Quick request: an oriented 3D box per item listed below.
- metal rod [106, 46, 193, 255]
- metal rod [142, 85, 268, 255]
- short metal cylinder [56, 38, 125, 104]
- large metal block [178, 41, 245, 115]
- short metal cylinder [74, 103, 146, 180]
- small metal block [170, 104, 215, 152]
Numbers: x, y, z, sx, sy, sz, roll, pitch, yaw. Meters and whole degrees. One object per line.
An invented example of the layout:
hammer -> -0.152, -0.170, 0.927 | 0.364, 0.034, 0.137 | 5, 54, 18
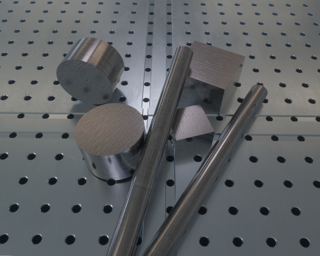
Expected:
metal rod -> -0.007, 0.023, 0.353 | 0.025, 0.025, 0.300 | 12, 62, 10
metal rod -> 0.065, 0.044, 0.371 | 0.025, 0.025, 0.301 | 26, 55, 20
short metal cylinder -> -0.097, -0.079, 0.438 | 0.080, 0.080, 0.050 | 11, 51, 9
large metal block -> 0.069, -0.076, 0.456 | 0.080, 0.050, 0.080 | 23, 54, 18
short metal cylinder -> -0.056, 0.016, 0.374 | 0.080, 0.050, 0.080 | -3, 49, 3
small metal block -> 0.037, -0.001, 0.408 | 0.050, 0.025, 0.050 | -13, 51, -11
